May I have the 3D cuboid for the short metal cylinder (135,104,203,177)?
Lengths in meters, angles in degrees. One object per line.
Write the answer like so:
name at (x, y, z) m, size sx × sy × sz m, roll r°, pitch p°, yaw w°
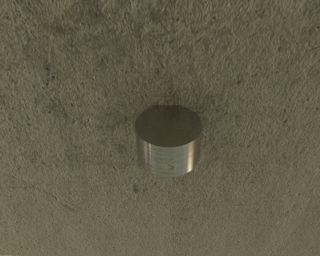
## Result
short metal cylinder at (0.011, 0.014, 0.385) m, size 0.081 × 0.080 × 0.050 m, roll -1°, pitch 130°, yaw 0°
